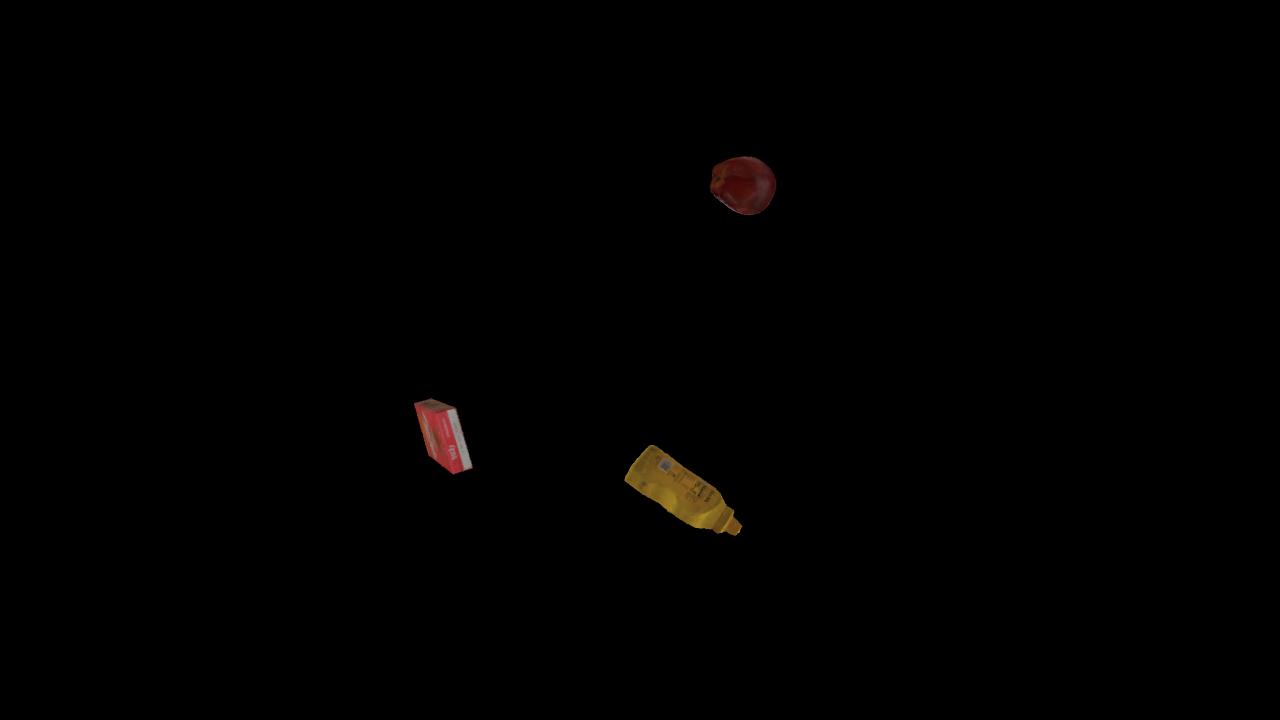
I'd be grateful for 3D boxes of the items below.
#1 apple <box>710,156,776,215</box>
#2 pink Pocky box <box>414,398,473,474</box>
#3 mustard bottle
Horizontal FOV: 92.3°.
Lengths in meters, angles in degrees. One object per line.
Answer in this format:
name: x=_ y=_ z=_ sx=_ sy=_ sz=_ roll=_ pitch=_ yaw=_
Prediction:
apple: x=0.144 y=-0.242 z=0.856 sx=0.093 sy=0.079 sz=0.079 roll=7 pitch=-4 yaw=-34
pink Pocky box: x=-0.271 y=0.101 z=0.839 sx=0.029 sy=0.084 sz=0.155 roll=-17 pitch=10 yaw=-28
mustard bottle: x=0.072 y=0.204 z=0.924 sx=0.184 sy=0.054 sz=0.092 roll=33 pitch=22 yaw=12
